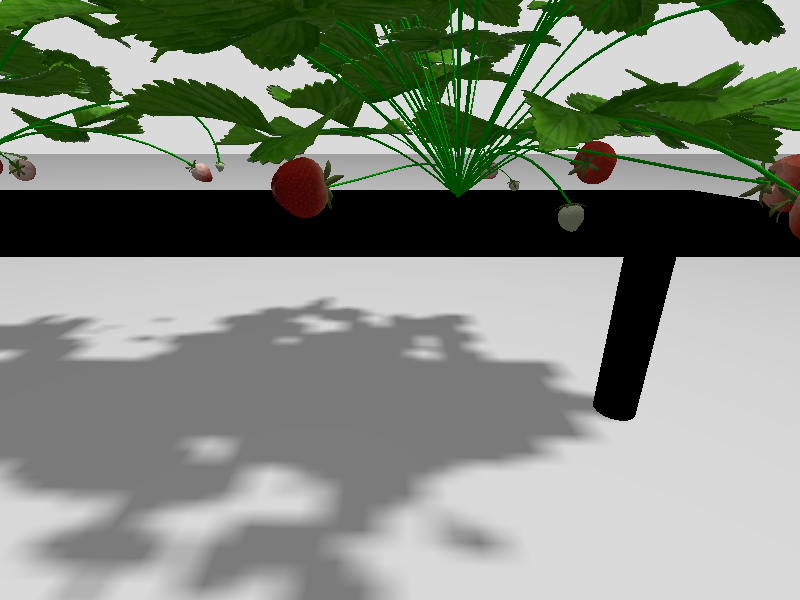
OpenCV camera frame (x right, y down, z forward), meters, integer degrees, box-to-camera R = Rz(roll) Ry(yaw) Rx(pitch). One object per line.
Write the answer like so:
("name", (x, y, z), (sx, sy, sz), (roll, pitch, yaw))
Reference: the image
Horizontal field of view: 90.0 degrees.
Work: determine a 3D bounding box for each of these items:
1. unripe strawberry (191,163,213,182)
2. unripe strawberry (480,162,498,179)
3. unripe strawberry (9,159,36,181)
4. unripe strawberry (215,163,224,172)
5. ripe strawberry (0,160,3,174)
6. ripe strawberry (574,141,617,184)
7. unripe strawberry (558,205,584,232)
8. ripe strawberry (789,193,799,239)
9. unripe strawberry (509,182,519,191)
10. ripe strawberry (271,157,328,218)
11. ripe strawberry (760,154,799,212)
("unripe strawberry", (-0.228, -0.146, 0.462), (0.023, 0.020, 0.023), (25, -10, 47))
("unripe strawberry", (0.108, -0.157, 0.489), (0.024, 0.021, 0.024), (7, -3, 18))
("unripe strawberry", (-0.458, -0.158, 0.488), (0.024, 0.026, 0.027), (-7, 8, -18))
("unripe strawberry", (-0.233, -0.172, 0.520), (0.010, 0.011, 0.011), (17, 27, 37))
("ripe strawberry", (-0.507, -0.166, 0.490), (0.032, 0.037, 0.035), (-13, 24, -30))
("ripe strawberry", (0.227, -0.158, 0.460), (0.049, 0.047, 0.045), (-15, 26, -35))
("unripe strawberry", (0.091, -0.043, 0.212), (0.013, 0.014, 0.013), (-6, 4, -15))
("ripe strawberry", (0.186, -0.036, 0.171), (0.031, 0.026, 0.031), (-16, 50, -34))
("unripe strawberry", (0.114, -0.114, 0.401), (0.011, 0.010, 0.010), (20, -29, 41))
("ripe strawberry", (-0.061, -0.067, 0.240), (0.033, 0.035, 0.031), (-19, 29, -39))
("ripe strawberry", (0.257, -0.074, 0.254), (0.037, 0.037, 0.041), (9, 23, 21))
